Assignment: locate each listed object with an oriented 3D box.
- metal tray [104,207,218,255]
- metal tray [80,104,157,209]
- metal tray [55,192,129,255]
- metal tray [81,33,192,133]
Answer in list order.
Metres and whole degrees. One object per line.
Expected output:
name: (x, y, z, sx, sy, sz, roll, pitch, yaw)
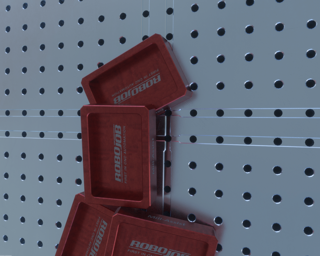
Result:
metal tray: (-0.002, 0.159, 0.390, 0.131, 0.030, 0.089, 13, 95, 3)
metal tray: (-0.052, 0.034, 0.400, 0.090, 0.030, 0.129, 2, 99, 15)
metal tray: (-0.094, 0.165, 0.441, 0.090, 0.030, 0.129, 22, 97, 18)
metal tray: (-0.034, -0.055, 0.420, 0.130, 0.030, 0.090, -27, 81, 17)
